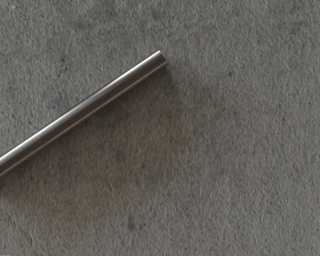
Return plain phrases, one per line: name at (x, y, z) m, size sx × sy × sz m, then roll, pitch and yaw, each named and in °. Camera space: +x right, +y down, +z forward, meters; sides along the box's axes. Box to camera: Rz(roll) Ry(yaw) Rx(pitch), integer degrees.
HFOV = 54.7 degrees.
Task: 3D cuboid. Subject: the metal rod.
metal rod at (-0.121, -0.009, 0.408) m, size 0.301 × 0.025 × 0.025 m, roll -34°, pitch 90°, yaw -1°
